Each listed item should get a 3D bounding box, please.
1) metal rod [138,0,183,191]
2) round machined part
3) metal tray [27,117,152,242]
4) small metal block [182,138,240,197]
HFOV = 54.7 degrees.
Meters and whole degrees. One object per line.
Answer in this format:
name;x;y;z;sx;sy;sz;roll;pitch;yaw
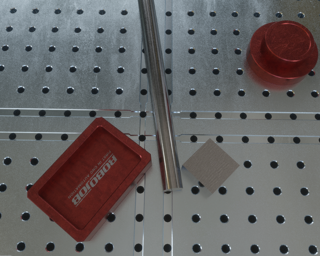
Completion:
metal rod;-0.003;-0.063;0.434;0.025;0.025;0.299;-7;70;-3
round machined part;0.180;-0.115;0.447;0.099;0.042;0.098;0;70;-1
metal tray;-0.083;0.061;0.385;0.090;0.030;0.130;37;74;12
small metal block;0.063;0.050;0.394;0.050;0.025;0.050;-43;76;-14
